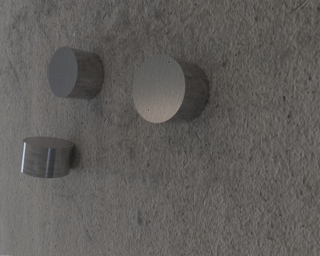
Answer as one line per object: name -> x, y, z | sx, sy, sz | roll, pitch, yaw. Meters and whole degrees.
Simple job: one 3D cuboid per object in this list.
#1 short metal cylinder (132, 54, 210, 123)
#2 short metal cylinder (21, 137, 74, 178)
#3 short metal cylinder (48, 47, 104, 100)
short metal cylinder -> 0.013, -0.046, 0.378 | 0.080, 0.050, 0.080 | 0, 90, 40
short metal cylinder -> -0.192, 0.048, 0.528 | 0.080, 0.081, 0.050 | 16, 101, 39
short metal cylinder -> -0.136, -0.087, 0.501 | 0.080, 0.050, 0.080 | 0, 90, 40
